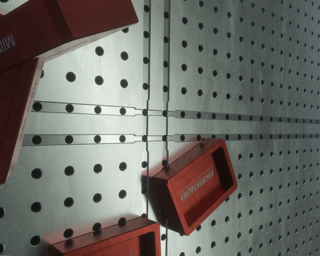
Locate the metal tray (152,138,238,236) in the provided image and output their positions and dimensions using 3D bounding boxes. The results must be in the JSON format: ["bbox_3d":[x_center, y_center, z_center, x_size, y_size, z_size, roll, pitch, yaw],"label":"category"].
[{"bbox_3d":[0.057,0.081,0.456,0.131,0.030,0.090,-31,110,-36],"label":"metal tray"}]

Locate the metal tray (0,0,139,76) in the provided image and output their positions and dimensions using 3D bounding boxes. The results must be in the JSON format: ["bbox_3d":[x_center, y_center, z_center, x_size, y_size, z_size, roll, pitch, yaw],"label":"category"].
[{"bbox_3d":[-0.094,-0.071,0.246,0.090,0.130,0.030,-44,118,-54],"label":"metal tray"}]

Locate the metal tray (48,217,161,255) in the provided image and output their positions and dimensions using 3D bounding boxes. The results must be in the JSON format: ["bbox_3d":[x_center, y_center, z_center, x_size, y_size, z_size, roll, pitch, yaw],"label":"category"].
[{"bbox_3d":[-0.057,0.165,0.359,0.131,0.030,0.089,-5,93,-40],"label":"metal tray"}]

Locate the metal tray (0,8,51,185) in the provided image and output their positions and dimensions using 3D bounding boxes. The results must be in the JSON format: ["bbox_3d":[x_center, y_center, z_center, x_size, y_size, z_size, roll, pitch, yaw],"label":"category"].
[{"bbox_3d":[-0.144,-0.027,0.228,0.091,0.030,0.129,18,108,-15],"label":"metal tray"}]
